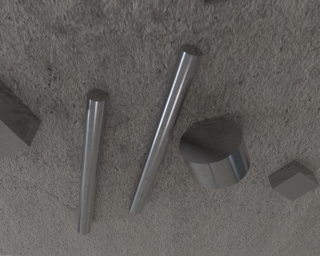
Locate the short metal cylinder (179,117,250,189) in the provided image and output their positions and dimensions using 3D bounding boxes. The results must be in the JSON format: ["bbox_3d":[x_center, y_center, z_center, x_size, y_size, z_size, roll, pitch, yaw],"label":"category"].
[{"bbox_3d":[0.071,0.031,0.399,0.080,0.080,0.050,-16,128,13],"label":"short metal cylinder"}]

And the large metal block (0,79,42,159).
[{"bbox_3d":[-0.212,-0.006,0.383,0.080,0.050,0.080,-20,127,16],"label":"large metal block"}]

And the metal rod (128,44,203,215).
[{"bbox_3d":[-0.003,0.026,0.428,0.025,0.025,0.298,11,129,-10],"label":"metal rod"}]

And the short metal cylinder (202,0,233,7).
[{"bbox_3d":[0.053,-0.145,0.249,0.050,0.080,0.080,-10,130,8],"label":"short metal cylinder"}]

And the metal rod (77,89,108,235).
[{"bbox_3d":[-0.106,0.072,0.467,0.025,0.025,0.298,9,130,-8],"label":"metal rod"}]

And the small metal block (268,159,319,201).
[{"bbox_3d":[0.206,0.082,0.479,0.050,0.025,0.050,32,123,-24],"label":"small metal block"}]
